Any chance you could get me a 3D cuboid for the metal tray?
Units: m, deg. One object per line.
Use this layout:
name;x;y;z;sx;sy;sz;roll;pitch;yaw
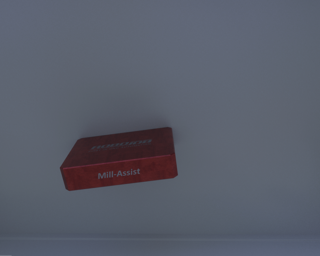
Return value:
metal tray;-0.046;0.035;0.389;0.131;0.090;0.030;-7;110;2
